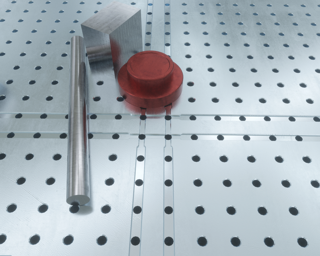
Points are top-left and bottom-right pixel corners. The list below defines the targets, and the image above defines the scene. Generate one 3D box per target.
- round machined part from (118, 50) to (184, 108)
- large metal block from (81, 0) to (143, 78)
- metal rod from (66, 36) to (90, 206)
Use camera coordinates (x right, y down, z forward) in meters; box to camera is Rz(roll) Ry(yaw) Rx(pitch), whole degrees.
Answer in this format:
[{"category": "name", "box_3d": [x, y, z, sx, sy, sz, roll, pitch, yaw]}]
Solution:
[{"category": "round machined part", "box_3d": [-0.014, -0.079, 0.463, 0.099, 0.042, 0.098, 0, 50, 0]}, {"category": "large metal block", "box_3d": [-0.072, -0.140, 0.488, 0.050, 0.080, 0.080, 25, 54, 19]}, {"category": "metal rod", "box_3d": [-0.115, -0.034, 0.434, 0.025, 0.025, 0.300, -7, 50, -7]}]
